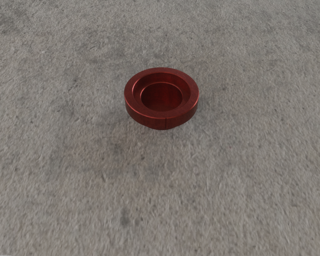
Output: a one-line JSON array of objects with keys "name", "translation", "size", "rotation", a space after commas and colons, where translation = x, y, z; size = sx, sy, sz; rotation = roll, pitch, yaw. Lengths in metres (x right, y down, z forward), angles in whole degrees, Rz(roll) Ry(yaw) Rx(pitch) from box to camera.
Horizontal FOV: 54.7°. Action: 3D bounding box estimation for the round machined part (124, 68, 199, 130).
[{"name": "round machined part", "translation": [0.002, -0.035, 0.422], "size": [0.099, 0.042, 0.098], "rotation": [0, 50, 0]}]
